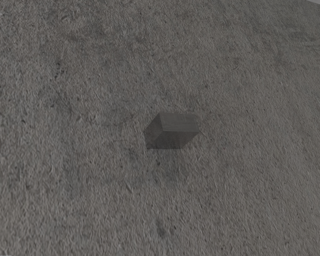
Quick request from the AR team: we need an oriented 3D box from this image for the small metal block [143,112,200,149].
[{"bbox_3d":[0.013,0.005,0.391,0.050,0.050,0.025,2,61,-27],"label":"small metal block"}]
